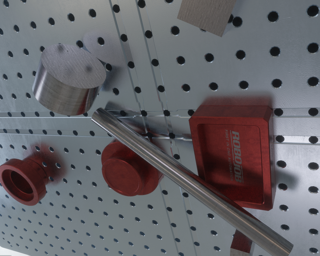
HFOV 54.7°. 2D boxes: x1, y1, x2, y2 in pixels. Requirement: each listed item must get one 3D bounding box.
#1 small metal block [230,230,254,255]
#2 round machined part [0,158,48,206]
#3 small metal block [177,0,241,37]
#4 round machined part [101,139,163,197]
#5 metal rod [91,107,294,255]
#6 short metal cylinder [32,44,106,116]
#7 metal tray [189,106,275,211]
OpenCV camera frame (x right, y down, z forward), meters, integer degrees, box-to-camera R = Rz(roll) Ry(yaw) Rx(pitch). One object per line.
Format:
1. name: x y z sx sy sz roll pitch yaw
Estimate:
1. small metal block: 0.118 0.171 0.439 0.025 0.050 0.050 9 122 24
2. round machined part: -0.259 0.099 0.598 0.098 0.042 0.097 13 124 21
3. small metal block: 0.051 -0.126 0.307 0.050 0.025 0.050 27 128 11
4. round machined part: -0.047 0.063 0.464 0.098 0.042 0.097 13 124 21
5. metal rod: 0.027 0.061 0.400 0.300 0.025 0.025 35 130 19
6. short metal cylinder: -0.116 -0.062 0.399 0.080 0.080 0.050 38 129 2
7. metal tray: 0.091 0.038 0.382 0.090 0.030 0.129 2 120 27
